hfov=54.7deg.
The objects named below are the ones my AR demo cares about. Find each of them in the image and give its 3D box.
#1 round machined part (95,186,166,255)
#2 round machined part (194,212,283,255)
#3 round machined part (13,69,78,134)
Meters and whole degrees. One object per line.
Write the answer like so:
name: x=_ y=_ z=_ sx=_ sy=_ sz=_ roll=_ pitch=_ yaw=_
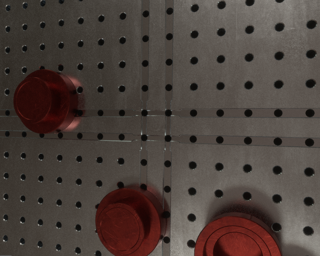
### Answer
round machined part: x=-0.045 y=0.130 z=0.418 sx=0.098 sy=0.042 sz=0.097 roll=0 pitch=90 yaw=19
round machined part: x=0.094 y=0.149 z=0.369 sx=0.098 sy=0.042 sz=0.097 roll=-1 pitch=88 yaw=20
round machined part: x=-0.178 y=-0.040 z=0.464 sx=0.098 sy=0.042 sz=0.097 roll=0 pitch=90 yaw=19
